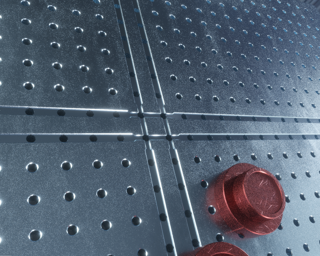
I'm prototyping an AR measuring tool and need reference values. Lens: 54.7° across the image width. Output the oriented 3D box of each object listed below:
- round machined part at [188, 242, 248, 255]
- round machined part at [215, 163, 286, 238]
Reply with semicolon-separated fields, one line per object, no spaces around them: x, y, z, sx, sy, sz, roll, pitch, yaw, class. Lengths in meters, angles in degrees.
0.060;0.174;0.325;0.099;0.042;0.098;14;56;-21;round machined part
0.126;0.091;0.412;0.099;0.042;0.098;14;56;-21;round machined part
